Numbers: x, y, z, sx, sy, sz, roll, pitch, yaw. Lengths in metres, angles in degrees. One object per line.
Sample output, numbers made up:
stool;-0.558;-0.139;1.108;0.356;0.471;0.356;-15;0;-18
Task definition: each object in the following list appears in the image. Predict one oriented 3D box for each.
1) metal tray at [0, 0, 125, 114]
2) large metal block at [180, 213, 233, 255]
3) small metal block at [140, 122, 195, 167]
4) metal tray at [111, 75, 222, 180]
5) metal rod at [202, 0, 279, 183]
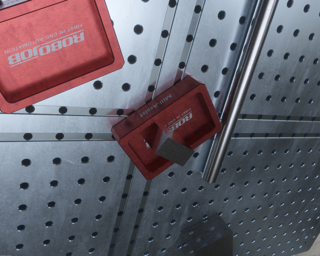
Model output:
metal tray;-0.109;-0.080;0.299;0.131;0.030;0.090;-25;128;-13
large metal block;0.088;0.219;0.582;0.081;0.050;0.079;-21;127;-17
small metal block;0.009;0.018;0.396;0.050;0.050;0.025;29;102;-38
metal tray;0.013;0.001;0.417;0.130;0.030;0.090;-35;129;-6
metal rod;0.110;-0.048;0.444;0.025;0.025;0.298;-2;120;-28
